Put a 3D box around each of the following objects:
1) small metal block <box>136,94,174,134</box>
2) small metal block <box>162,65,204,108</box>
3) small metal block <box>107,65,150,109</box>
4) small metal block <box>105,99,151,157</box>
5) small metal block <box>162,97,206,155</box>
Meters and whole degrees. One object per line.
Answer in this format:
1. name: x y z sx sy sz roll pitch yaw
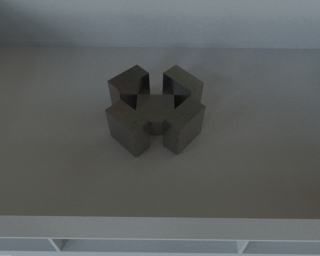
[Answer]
1. small metal block: -0.006 -0.019 0.418 0.050 0.025 0.050 1 50 0
2. small metal block: 0.030 -0.051 0.429 0.025 0.050 0.050 -37 60 -28
3. small metal block: -0.041 -0.052 0.429 0.050 0.050 0.025 -35 58 -25
4. small metal block: -0.039 0.001 0.386 0.025 0.050 0.050 -38 59 -26
5. small metal block: 0.030 -0.003 0.388 0.025 0.050 0.050 34 57 24
